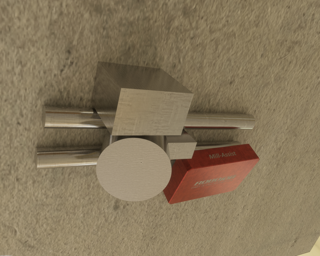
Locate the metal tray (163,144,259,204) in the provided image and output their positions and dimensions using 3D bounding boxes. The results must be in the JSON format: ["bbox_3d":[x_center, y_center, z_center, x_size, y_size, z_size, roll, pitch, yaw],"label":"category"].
[{"bbox_3d":[0.077,0.070,0.474,0.131,0.030,0.089,-5,138,-28],"label":"metal tray"}]

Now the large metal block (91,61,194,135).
[{"bbox_3d":[-0.023,-0.033,0.342,0.081,0.080,0.050,1,118,-29],"label":"large metal block"}]

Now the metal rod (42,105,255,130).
[{"bbox_3d":[0.007,-0.011,0.407,0.303,0.025,0.025,1,118,-29],"label":"metal rod"}]

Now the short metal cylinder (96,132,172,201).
[{"bbox_3d":[-0.029,0.036,0.354,0.081,0.050,0.079,-1,114,-2],"label":"short metal cylinder"}]

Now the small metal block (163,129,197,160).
[{"bbox_3d":[0.012,0.017,0.411,0.050,0.050,0.025,1,118,-29],"label":"small metal block"}]

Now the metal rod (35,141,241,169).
[{"bbox_3d":[-0.009,0.034,0.426,0.303,0.025,0.025,0,119,-29],"label":"metal rod"}]
